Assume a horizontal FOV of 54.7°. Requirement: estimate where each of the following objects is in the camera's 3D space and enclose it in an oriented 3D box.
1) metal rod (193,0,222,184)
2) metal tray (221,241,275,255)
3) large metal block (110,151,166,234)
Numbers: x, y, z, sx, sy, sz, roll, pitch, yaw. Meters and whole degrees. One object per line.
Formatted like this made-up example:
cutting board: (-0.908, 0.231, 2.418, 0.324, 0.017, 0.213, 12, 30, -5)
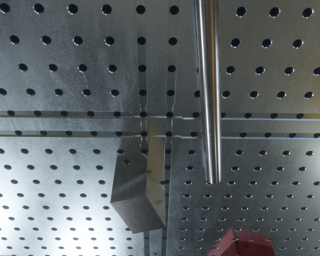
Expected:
metal rod: (0.062, -0.036, 0.380, 0.025, 0.025, 0.298, -6, 130, 5)
metal tray: (0.173, 0.292, 0.659, 0.091, 0.030, 0.129, 15, 129, -13)
large metal block: (-0.029, 0.095, 0.456, 0.050, 0.080, 0.080, -15, 129, 12)
